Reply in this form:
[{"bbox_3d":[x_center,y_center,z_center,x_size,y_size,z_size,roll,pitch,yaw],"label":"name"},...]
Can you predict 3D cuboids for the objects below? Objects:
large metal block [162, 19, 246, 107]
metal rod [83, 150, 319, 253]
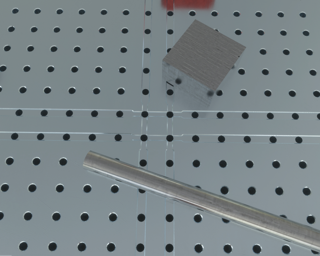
[{"bbox_3d":[0.059,-0.090,0.432,0.080,0.050,0.080,33,73,11],"label":"large metal block"},{"bbox_3d":[0.050,0.088,0.379,0.301,0.025,0.025,18,71,6],"label":"metal rod"}]
